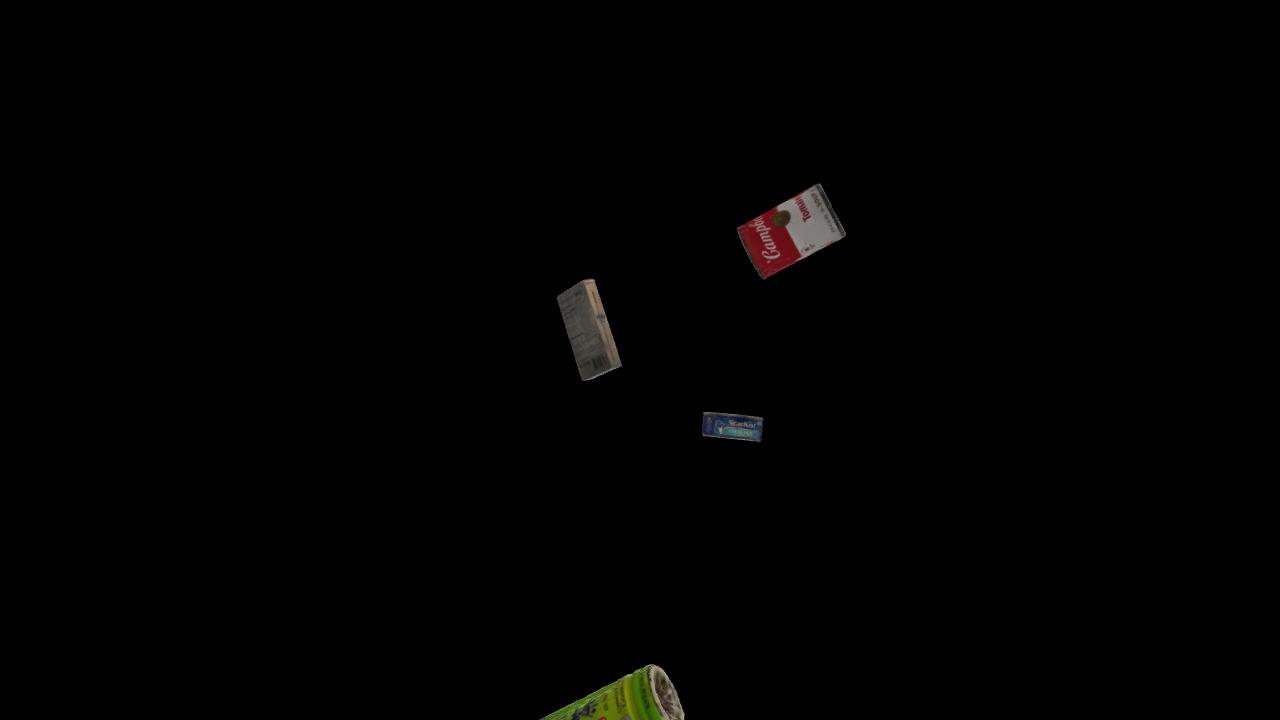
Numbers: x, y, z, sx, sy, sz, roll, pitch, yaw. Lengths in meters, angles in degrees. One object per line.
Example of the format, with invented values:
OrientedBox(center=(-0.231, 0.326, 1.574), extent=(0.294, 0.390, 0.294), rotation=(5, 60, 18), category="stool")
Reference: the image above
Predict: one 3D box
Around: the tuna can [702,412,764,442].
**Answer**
OrientedBox(center=(0.128, 0.093, 0.856), extent=(0.084, 0.034, 0.084), rotation=(6, -7, 1), category="tuna can")

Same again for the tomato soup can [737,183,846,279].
OrientedBox(center=(0.169, -0.143, 0.688), extent=(0.101, 0.068, 0.068), rotation=(-26, -10, 20), category="tomato soup can")

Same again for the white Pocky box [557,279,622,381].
OrientedBox(center=(-0.087, -0.049, 1.027), extent=(0.028, 0.154, 0.084), rotation=(-13, -7, -44), category="white Pocky box")

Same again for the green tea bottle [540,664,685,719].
OrientedBox(center=(-0.062, 0.377, 0.603), extent=(0.212, 0.073, 0.073), rotation=(-31, -3, 6), category="green tea bottle")
